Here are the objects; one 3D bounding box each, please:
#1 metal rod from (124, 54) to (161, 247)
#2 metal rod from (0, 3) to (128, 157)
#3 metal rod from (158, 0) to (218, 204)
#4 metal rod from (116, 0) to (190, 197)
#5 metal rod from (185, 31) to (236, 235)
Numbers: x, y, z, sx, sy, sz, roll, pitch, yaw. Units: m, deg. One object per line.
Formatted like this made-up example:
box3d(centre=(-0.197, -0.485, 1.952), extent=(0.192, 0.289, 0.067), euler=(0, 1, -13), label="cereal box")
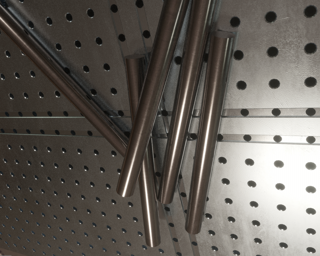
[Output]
box3d(centre=(-0.021, 0.048, 0.436), extent=(0.025, 0.025, 0.298), euler=(8, 118, 24), label="metal rod")
box3d(centre=(-0.135, -0.063, 0.441), extent=(0.300, 0.025, 0.025), euler=(47, 129, -6), label="metal rod")
box3d(centre=(0.027, -0.015, 0.386), extent=(0.025, 0.025, 0.298), euler=(20, 126, 16), label="metal rod")
box3d(centre=(-0.010, -0.039, 0.362), extent=(0.025, 0.025, 0.298), euler=(24, 118, 13), label="metal rod")
box3d(centre=(0.058, 0.029, 0.397), extent=(0.025, 0.025, 0.298), euler=(16, 125, 19), label="metal rod")
